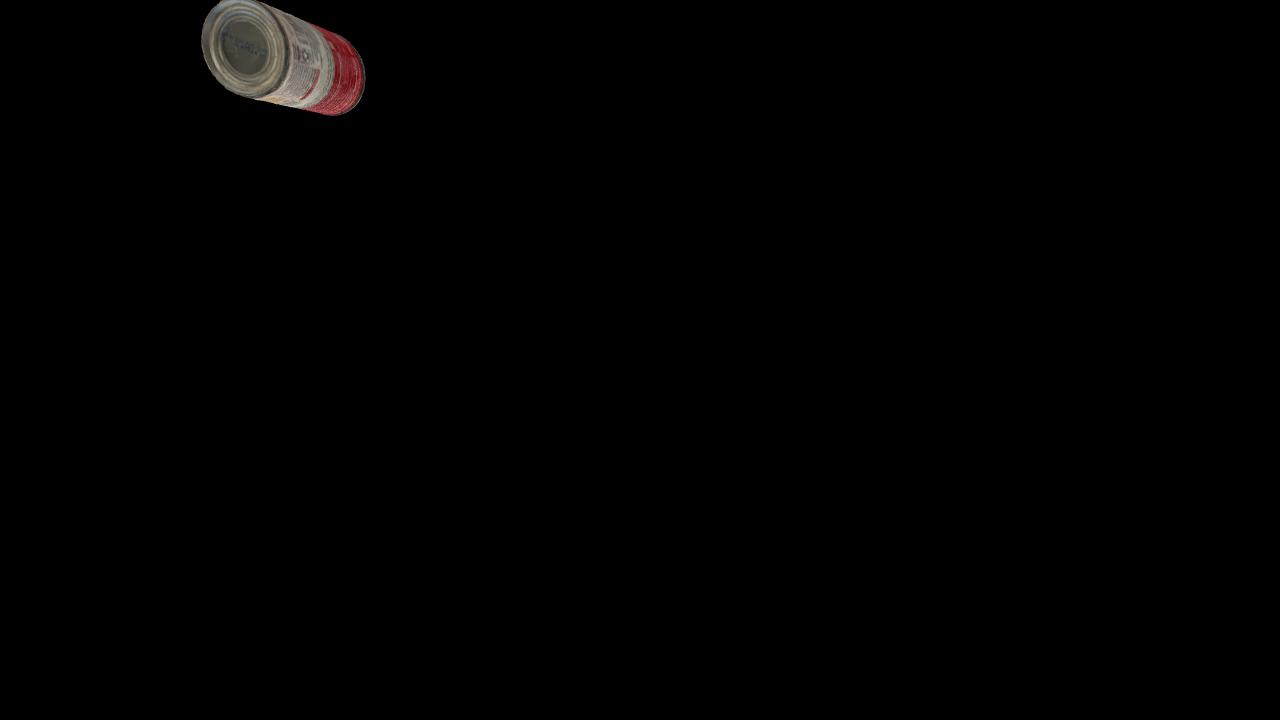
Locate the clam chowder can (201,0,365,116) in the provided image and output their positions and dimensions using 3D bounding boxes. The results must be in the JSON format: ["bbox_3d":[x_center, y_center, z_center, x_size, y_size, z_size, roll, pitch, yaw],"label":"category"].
[{"bbox_3d":[-0.274,-0.233,0.482,0.068,0.068,0.102,0,15,6],"label":"clam chowder can"}]
